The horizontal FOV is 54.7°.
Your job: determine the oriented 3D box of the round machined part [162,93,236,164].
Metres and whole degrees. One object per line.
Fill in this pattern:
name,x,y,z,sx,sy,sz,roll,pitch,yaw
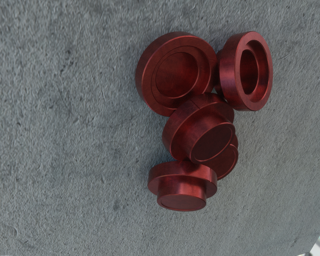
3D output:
round machined part,0.055,0.007,0.391,0.099,0.042,0.097,-22,140,-20

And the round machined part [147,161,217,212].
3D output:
round machined part,0.031,0.087,0.437,0.099,0.042,0.098,4,147,3

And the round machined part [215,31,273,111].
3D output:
round machined part,0.102,-0.070,0.394,0.099,0.042,0.097,-3,94,-46

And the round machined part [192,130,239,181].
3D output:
round machined part,0.079,0.042,0.468,0.099,0.042,0.097,-14,125,-21

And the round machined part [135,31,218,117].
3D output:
round machined part,0.016,-0.065,0.367,0.099,0.042,0.097,-14,125,-21
